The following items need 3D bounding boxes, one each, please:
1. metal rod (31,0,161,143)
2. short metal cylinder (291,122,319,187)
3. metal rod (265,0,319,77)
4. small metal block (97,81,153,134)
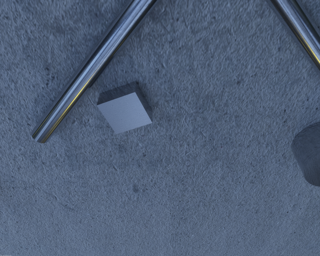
[{"bbox_3d":[-0.065,-0.078,0.339,0.025,0.025,0.299,32,123,-25],"label":"metal rod"},{"bbox_3d":[0.230,0.036,0.425,0.081,0.050,0.079,0,130,0],"label":"short metal cylinder"},{"bbox_3d":[0.110,-0.133,0.295,0.025,0.025,0.301,-36,122,26],"label":"metal rod"},{"bbox_3d":[-0.042,-0.025,0.386,0.050,0.025,0.050,-18,128,14],"label":"small metal block"}]
